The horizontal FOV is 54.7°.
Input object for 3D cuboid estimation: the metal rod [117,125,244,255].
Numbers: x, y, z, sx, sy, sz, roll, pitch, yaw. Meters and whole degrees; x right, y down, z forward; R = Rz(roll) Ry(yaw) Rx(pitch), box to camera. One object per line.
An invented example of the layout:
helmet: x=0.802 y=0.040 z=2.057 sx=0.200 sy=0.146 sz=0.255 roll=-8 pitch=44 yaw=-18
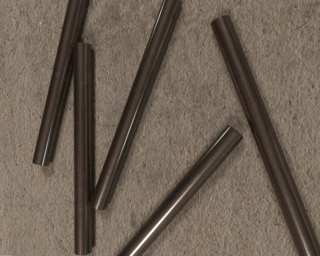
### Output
metal rod: x=0.002 y=0.119 z=0.407 sx=0.025 sy=0.025 sz=0.299 roll=41 pitch=103 yaw=15

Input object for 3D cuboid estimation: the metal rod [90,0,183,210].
metal rod: x=-0.035 y=-0.029 z=0.420 sx=0.025 sy=0.025 sz=0.298 roll=23 pitch=97 yaw=18

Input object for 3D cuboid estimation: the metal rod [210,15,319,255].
metal rod: x=0.123 y=0.008 z=0.365 sx=0.025 sy=0.025 sz=0.299 roll=-21 pitch=83 yaw=18

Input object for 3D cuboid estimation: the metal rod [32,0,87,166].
metal rod: x=-0.144 y=-0.090 z=0.458 sx=0.025 sy=0.025 sz=0.298 roll=16 pitch=95 yaw=19

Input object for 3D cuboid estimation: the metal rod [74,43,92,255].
metal rod: x=-0.111 y=0.029 z=0.446 sx=0.025 sy=0.025 sz=0.298 roll=0 pitch=90 yaw=19
